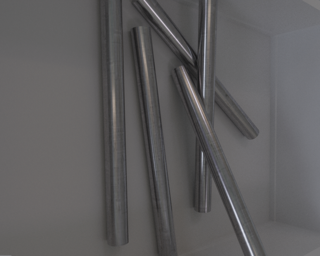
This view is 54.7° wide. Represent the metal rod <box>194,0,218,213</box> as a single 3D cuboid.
[{"bbox_3d":[0.064,-0.026,0.436,0.025,0.025,0.298,-8,102,-40],"label":"metal rod"}]

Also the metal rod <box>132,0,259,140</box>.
[{"bbox_3d":[0.068,-0.077,0.463,0.300,0.025,0.025,43,64,-32],"label":"metal rod"}]

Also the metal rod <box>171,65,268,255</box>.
[{"bbox_3d":[0.077,0.055,0.391,0.025,0.025,0.299,-7,70,-40],"label":"metal rod"}]

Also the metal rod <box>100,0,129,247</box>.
[{"bbox_3d":[-0.053,-0.014,0.361,0.025,0.025,0.298,-3,92,-40],"label":"metal rod"}]

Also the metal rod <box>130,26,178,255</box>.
[{"bbox_3d":[-0.007,0.023,0.400,0.025,0.025,0.298,-12,98,-39],"label":"metal rod"}]
